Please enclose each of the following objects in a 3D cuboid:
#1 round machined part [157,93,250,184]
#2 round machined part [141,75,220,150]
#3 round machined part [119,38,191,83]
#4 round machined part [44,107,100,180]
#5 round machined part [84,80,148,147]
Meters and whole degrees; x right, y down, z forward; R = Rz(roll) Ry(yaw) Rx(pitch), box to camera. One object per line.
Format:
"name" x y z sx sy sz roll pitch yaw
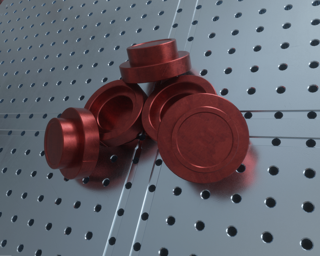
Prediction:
"round machined part" 0.046 0.011 0.331 0.099 0.042 0.097 0 91 3
"round machined part" 0.030 -0.015 0.390 0.098 0.042 0.098 -13 56 20
"round machined part" -0.008 -0.096 0.426 0.099 0.042 0.098 -10 21 4
"round machined part" -0.124 0.021 0.418 0.098 0.042 0.097 -3 86 50
"round machined part" -0.058 -0.017 0.435 0.098 0.042 0.098 -13 56 20
